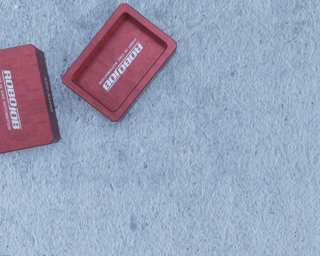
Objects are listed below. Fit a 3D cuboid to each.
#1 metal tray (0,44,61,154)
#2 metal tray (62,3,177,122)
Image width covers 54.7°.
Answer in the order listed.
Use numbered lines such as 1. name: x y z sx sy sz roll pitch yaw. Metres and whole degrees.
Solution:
1. metal tray: -0.191 -0.036 0.406 0.091 0.030 0.129 -11 90 0
2. metal tray: -0.051 -0.083 0.406 0.090 0.030 0.130 38 90 0
